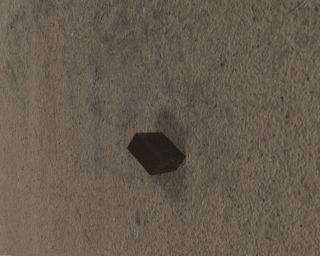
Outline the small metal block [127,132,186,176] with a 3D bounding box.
[{"bbox_3d":[-0.004,0.031,0.390,0.050,0.050,0.025,45,117,30],"label":"small metal block"}]
